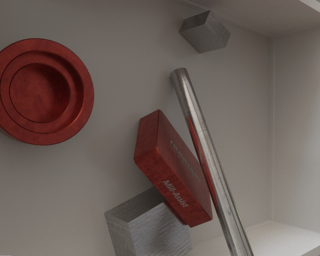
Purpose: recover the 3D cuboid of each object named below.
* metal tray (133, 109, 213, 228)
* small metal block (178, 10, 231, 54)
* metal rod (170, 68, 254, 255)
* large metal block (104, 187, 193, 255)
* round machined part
[{"bbox_3d":[0.020,0.050,0.389,0.130,0.030,0.090,53,20,-27],"label":"metal tray"},{"bbox_3d":[0.064,-0.137,0.446,0.050,0.050,0.025,35,68,-35],"label":"small metal block"},{"bbox_3d":[0.067,0.058,0.385,0.025,0.025,0.299,0,65,-40],"label":"metal rod"},{"bbox_3d":[-0.012,0.128,0.382,0.081,0.050,0.079,-21,104,-38],"label":"large metal block"},{"bbox_3d":[-0.117,-0.033,0.298,0.099,0.042,0.097,0,90,-40],"label":"round machined part"}]
